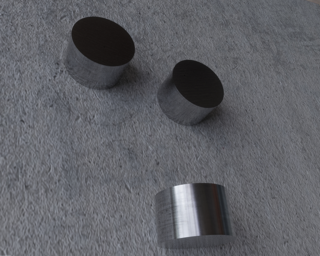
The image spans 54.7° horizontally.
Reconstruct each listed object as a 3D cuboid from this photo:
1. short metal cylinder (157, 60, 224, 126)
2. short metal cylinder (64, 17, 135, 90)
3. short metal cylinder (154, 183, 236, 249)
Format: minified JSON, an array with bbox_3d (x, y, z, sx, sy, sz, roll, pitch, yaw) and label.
[{"bbox_3d":[0.043,-0.050,0.441,0.081,0.050,0.080,14,56,-21],"label":"short metal cylinder"},{"bbox_3d":[-0.079,-0.097,0.404,0.081,0.050,0.080,14,56,-21],"label":"short metal cylinder"},{"bbox_3d":[0.036,0.096,0.329,0.081,0.080,0.050,9,58,-24],"label":"short metal cylinder"}]
